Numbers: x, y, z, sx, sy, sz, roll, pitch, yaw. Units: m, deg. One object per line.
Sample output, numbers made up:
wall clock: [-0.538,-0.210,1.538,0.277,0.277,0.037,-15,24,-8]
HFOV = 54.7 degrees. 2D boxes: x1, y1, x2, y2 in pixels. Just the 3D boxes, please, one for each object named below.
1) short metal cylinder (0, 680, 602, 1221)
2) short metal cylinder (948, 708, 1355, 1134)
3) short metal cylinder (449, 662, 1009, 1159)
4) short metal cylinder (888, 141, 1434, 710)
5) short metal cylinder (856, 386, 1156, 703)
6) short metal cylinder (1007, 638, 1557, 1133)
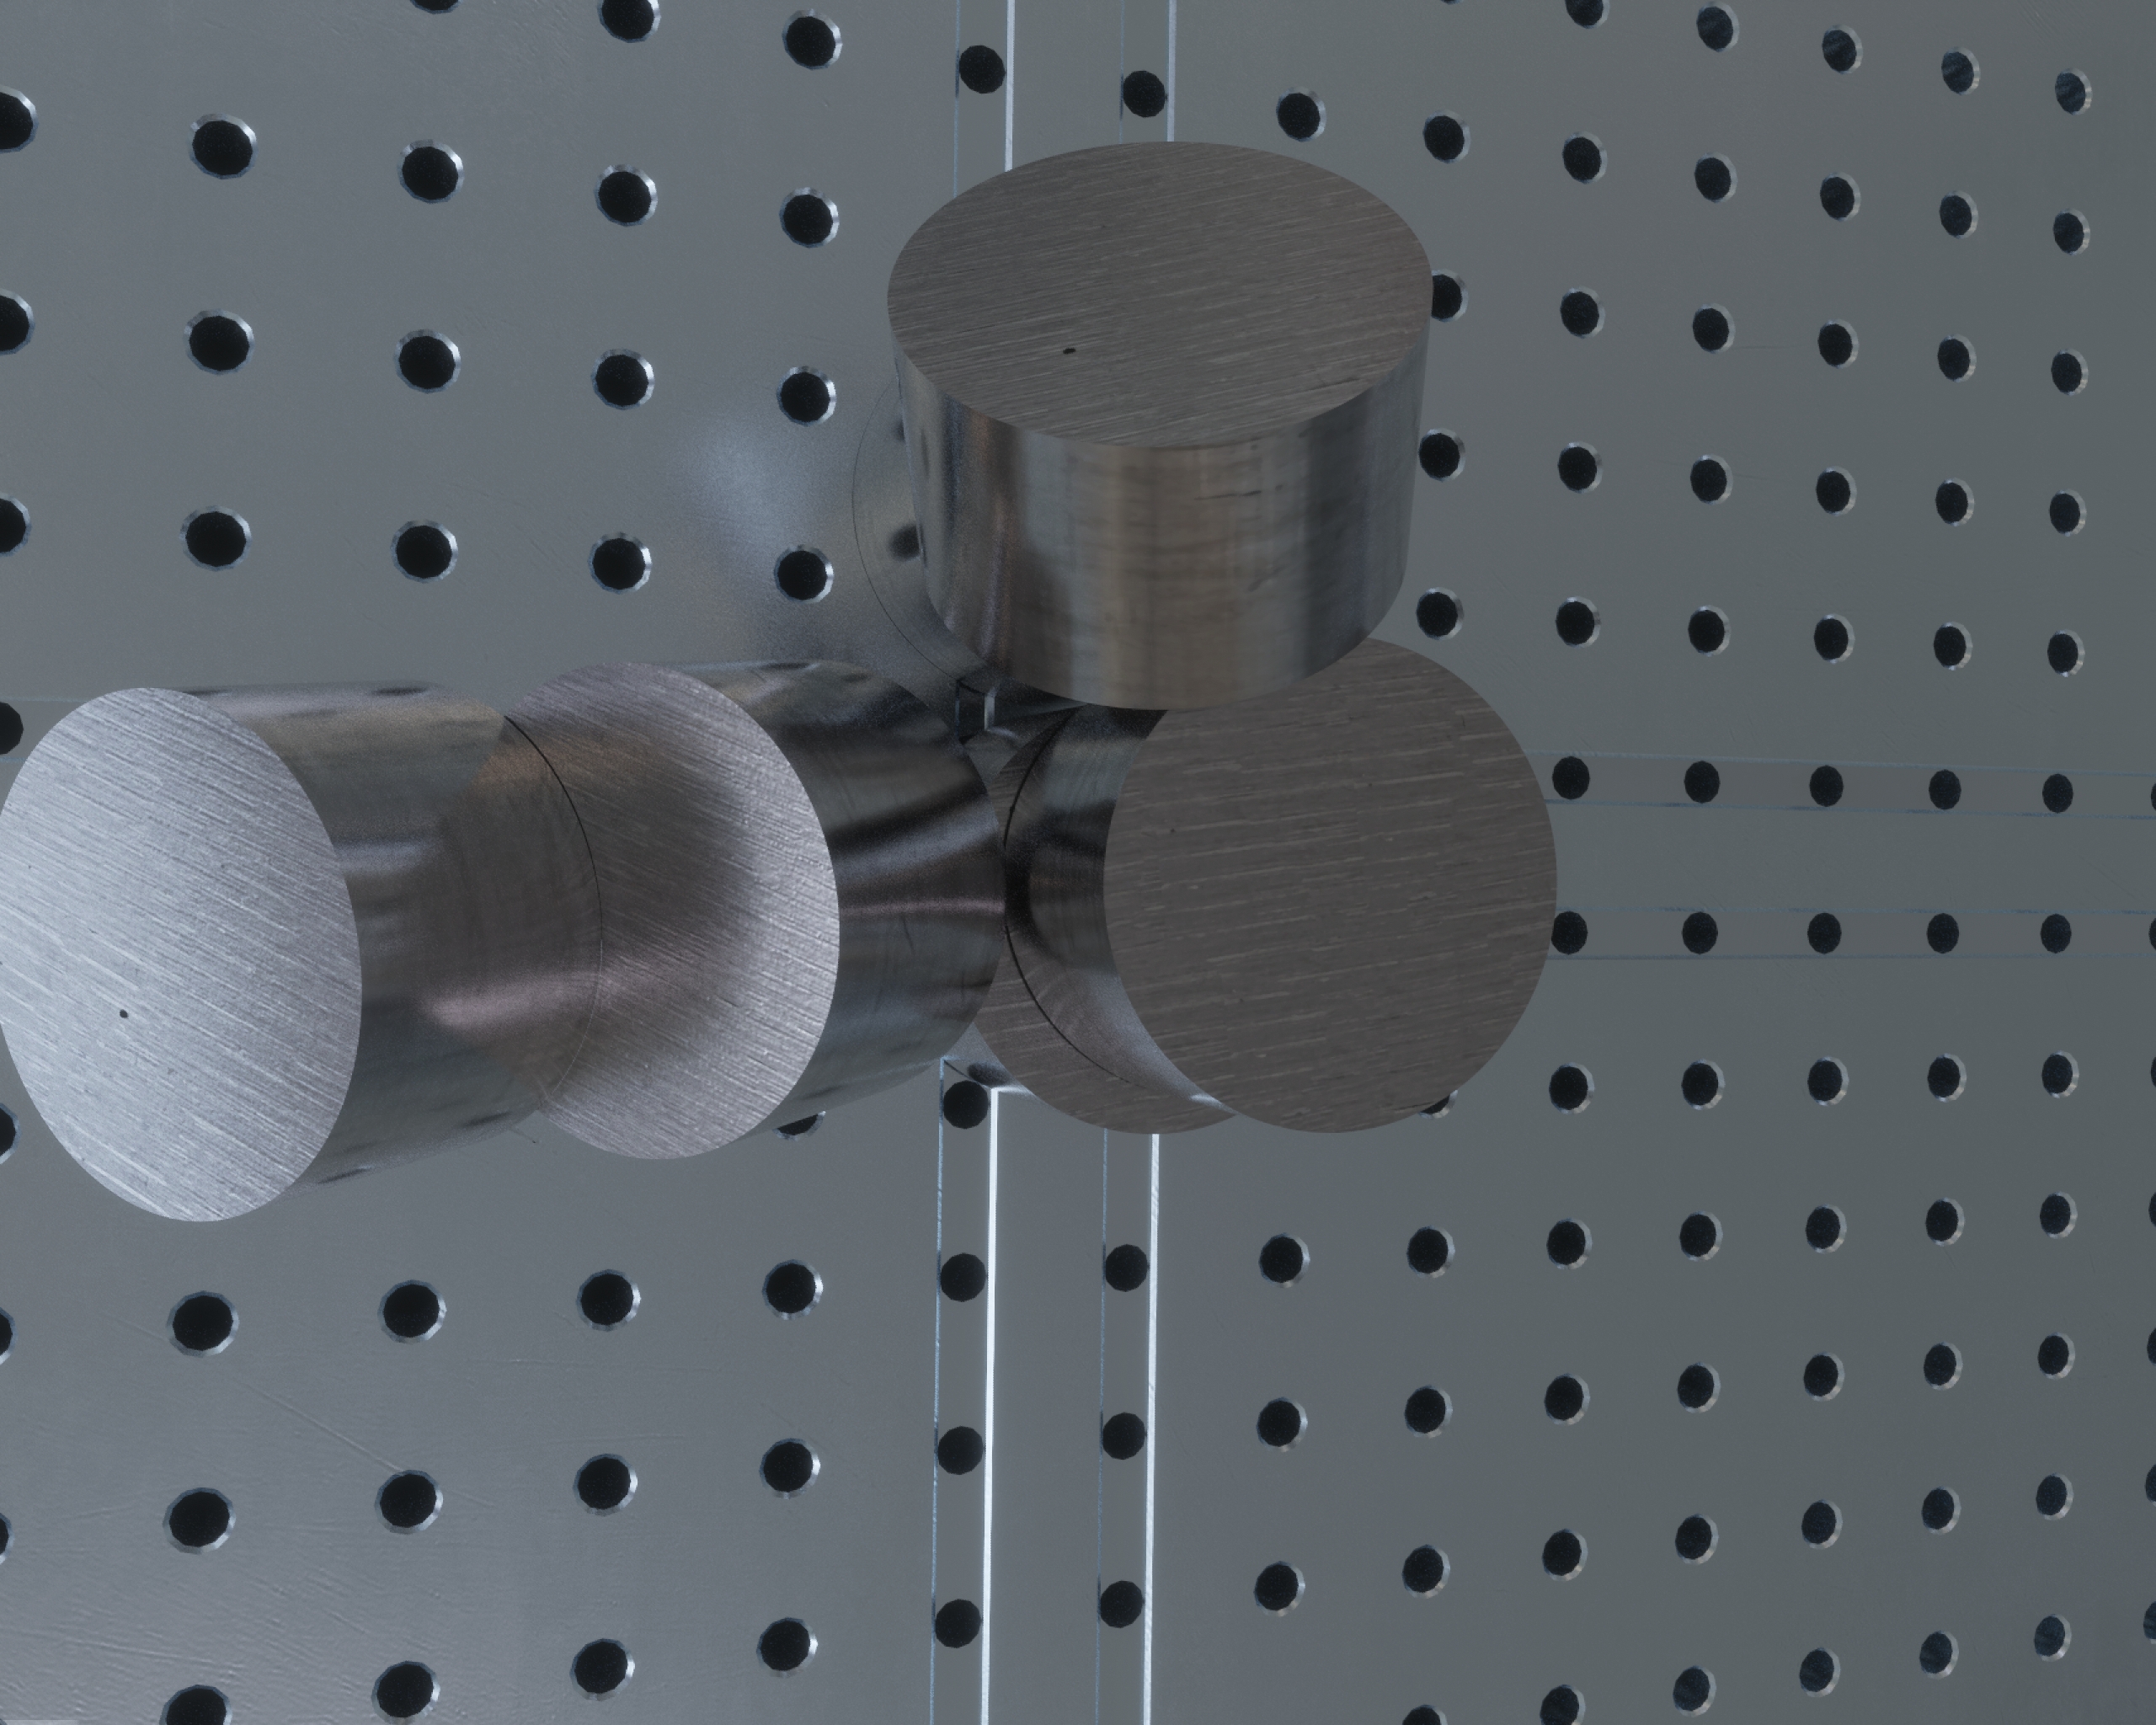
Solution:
short metal cylinder: [-0.124,0.011,0.331,0.050,0.080,0.079,-12,96,-62]
short metal cylinder: [0.007,0.009,0.401,0.081,0.050,0.079,0,90,-20]
short metal cylinder: [-0.059,0.006,0.354,0.050,0.080,0.079,-11,95,-61]
short metal cylinder: [0.013,-0.070,0.327,0.081,0.080,0.050,-25,142,-18]
short metal cylinder: [0.002,-0.071,0.399,0.081,0.050,0.079,0,90,-20]
short metal cylinder: [0.033,0.003,0.356,0.081,0.050,0.079,0,90,-20]
